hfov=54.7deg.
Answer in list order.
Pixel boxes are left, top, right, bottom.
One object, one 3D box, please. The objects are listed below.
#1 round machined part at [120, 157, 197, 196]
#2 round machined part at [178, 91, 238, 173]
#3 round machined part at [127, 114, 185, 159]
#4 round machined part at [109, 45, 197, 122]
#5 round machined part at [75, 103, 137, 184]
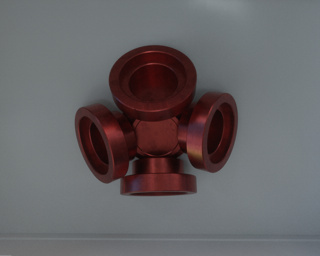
[{"bbox_3d":[-0.002,0.065,0.404,0.099,0.098,0.042,-1,74,0],"label":"round machined part"},{"bbox_3d":[0.057,0.003,0.383,0.042,0.099,0.097,12,115,34],"label":"round machined part"},{"bbox_3d":[-0.004,0.002,0.401,0.099,0.042,0.097,0,110,-1],"label":"round machined part"},{"bbox_3d":[-0.007,-0.047,0.363,0.099,0.098,0.042,-3,148,1],"label":"round machined part"},{"bbox_3d":[-0.065,0.016,0.386,0.042,0.098,0.097,-21,114,-33],"label":"round machined part"}]
